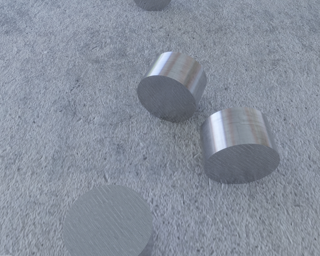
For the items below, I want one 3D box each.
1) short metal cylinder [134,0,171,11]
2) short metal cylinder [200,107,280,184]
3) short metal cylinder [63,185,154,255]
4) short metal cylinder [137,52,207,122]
[{"bbox_3d":[-0.015,-0.276,0.600,0.081,0.080,0.050,0,50,0],"label":"short metal cylinder"},{"bbox_3d":[0.087,0.022,0.350,0.081,0.080,0.050,-1,50,-1],"label":"short metal cylinder"},{"bbox_3d":[-0.047,0.103,0.300,0.080,0.050,0.080,0,50,0],"label":"short metal cylinder"},{"bbox_3d":[0.017,-0.054,0.412,0.080,0.080,0.050,17,52,13],"label":"short metal cylinder"}]
